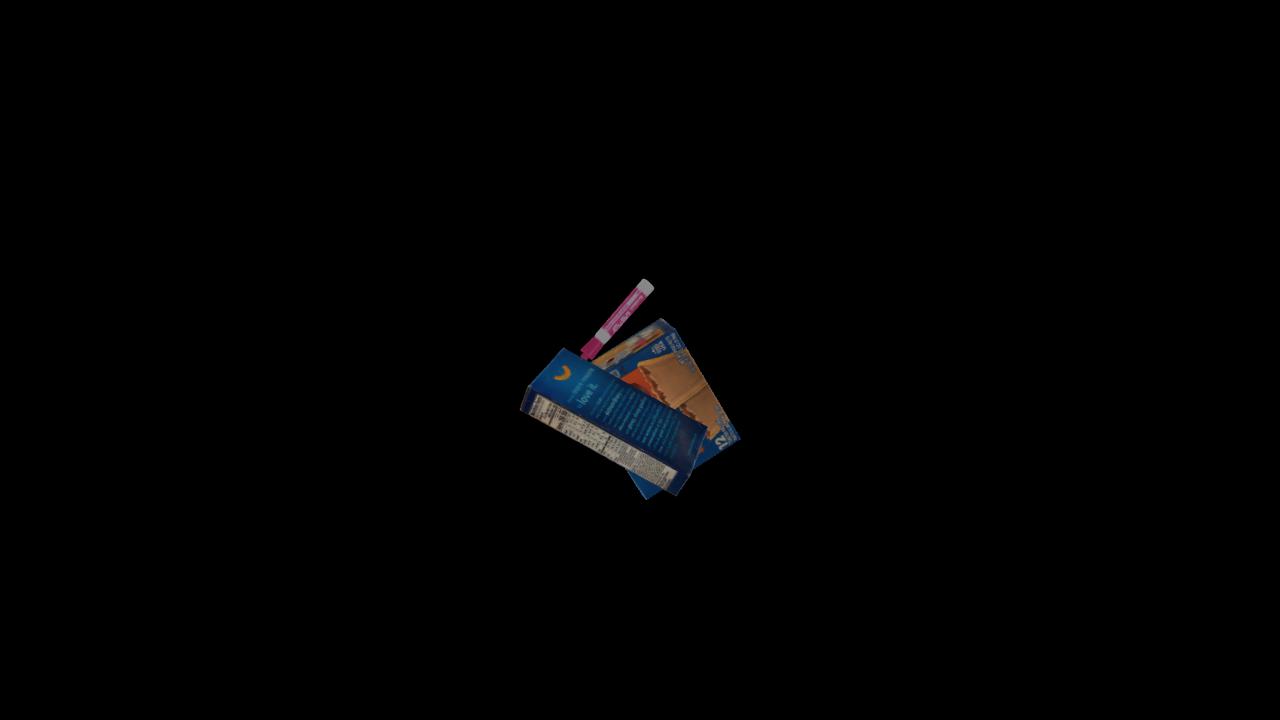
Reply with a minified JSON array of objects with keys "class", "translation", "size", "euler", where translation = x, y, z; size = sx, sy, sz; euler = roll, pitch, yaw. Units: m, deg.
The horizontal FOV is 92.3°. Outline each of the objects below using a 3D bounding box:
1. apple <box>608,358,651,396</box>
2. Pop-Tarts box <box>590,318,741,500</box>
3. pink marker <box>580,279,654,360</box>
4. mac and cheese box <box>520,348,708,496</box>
[{"class":"apple","translation":[-0.015,0.041,0.746],"size":[0.079,0.093,0.079],"euler":[-11,-4,-1]},{"class":"Pop-Tarts box","translation":[0.017,0.059,0.765],"size":[0.141,0.167,0.083],"euler":[-32,15,-2]},{"class":"pink marker","translation":[-0.028,-0.047,0.735],"size":[0.020,0.121,0.020],"euler":[40,-7,6]},{"class":"mac and cheese box","translation":[-0.024,0.062,0.651],"size":[0.184,0.041,0.093],"euler":[29,33,2]}]
